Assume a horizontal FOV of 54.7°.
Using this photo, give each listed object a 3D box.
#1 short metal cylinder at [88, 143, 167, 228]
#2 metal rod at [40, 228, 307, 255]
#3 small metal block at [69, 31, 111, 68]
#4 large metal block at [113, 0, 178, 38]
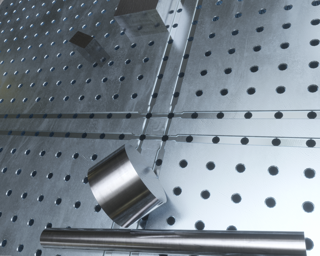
[{"bbox_3d":[-0.036,0.064,0.351,0.050,0.080,0.080,-35,52,5],"label":"short metal cylinder"},{"bbox_3d":[-0.007,0.123,0.335,0.301,0.025,0.025,-7,59,24],"label":"metal rod"},{"bbox_3d":[-0.122,-0.137,0.538,0.050,0.050,0.025,31,79,37],"label":"small metal block"},{"bbox_3d":[-0.022,-0.207,0.529,0.080,0.050,0.080,1,62,28],"label":"large metal block"}]
